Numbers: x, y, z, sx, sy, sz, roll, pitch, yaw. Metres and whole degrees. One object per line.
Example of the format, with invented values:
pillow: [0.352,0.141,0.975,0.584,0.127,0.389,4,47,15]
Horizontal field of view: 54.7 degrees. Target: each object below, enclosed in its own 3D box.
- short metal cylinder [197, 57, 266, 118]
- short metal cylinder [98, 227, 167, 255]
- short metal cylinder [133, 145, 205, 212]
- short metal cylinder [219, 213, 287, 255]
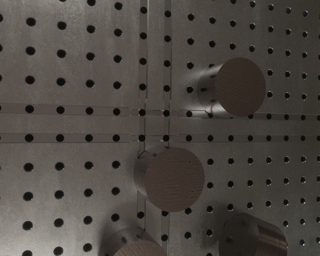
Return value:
short metal cylinder: [0.100,-0.055,0.438,0.081,0.050,0.079,0,90,-20]
short metal cylinder: [-0.034,0.172,0.388,0.081,0.050,0.079,0,90,-20]
short metal cylinder: [0.011,0.064,0.405,0.081,0.050,0.079,0,90,-21]
short metal cylinder: [0.128,0.166,0.433,0.050,0.080,0.080,27,81,-19]
